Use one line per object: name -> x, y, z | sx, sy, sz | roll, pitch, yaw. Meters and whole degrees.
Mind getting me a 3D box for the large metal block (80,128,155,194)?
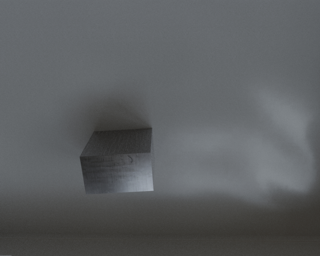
large metal block -> -0.049, 0.039, 0.396 | 0.080, 0.080, 0.050 | -3, 110, 1
